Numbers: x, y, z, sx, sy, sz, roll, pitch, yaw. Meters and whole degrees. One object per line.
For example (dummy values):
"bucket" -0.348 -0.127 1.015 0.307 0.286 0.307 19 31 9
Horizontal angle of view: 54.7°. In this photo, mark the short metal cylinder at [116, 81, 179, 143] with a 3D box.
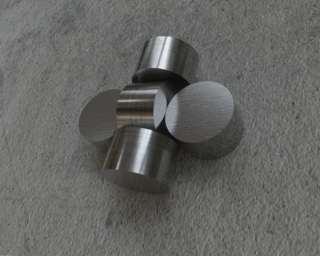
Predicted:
"short metal cylinder" -0.010 -0.018 0.387 0.050 0.080 0.080 0 62 29

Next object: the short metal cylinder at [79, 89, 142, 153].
"short metal cylinder" -0.063 -0.006 0.427 0.080 0.050 0.080 -13 56 20

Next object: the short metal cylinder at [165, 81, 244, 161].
"short metal cylinder" 0.053 -0.008 0.366 0.080 0.050 0.080 -13 56 21

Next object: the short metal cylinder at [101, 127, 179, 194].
"short metal cylinder" -0.022 0.040 0.358 0.080 0.080 0.050 0 61 28

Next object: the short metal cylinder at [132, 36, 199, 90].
"short metal cylinder" 0.008 -0.075 0.413 0.080 0.080 0.050 0 62 28
